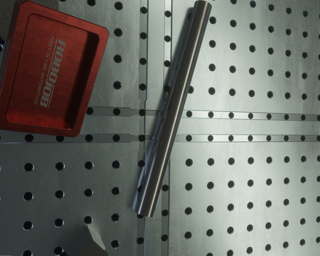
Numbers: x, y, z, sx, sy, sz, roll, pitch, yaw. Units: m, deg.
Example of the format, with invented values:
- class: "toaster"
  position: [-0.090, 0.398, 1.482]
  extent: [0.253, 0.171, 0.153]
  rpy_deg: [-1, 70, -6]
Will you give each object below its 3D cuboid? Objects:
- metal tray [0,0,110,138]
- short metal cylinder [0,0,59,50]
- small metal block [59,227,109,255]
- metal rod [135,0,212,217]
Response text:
- class: "metal tray"
  position: [-0.117, -0.058, 0.331]
  extent: [0.091, 0.030, 0.129]
  rpy_deg: [9, 107, -37]
- class: "short metal cylinder"
  position: [-0.155, -0.130, 0.342]
  extent: [0.081, 0.050, 0.079]
  rpy_deg: [0, 90, -20]
- class: "small metal block"
  position: [-0.092, 0.152, 0.366]
  extent: [0.050, 0.050, 0.025]
  rpy_deg: [-45, 104, -15]
- class: "metal rod"
  position: [0.020, -0.030, 0.421]
  extent: [0.025, 0.025, 0.299]
  rpy_deg: [18, 84, -20]
